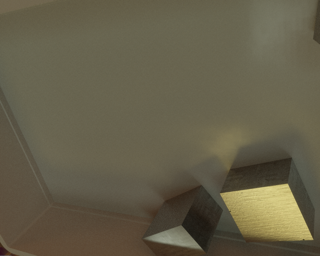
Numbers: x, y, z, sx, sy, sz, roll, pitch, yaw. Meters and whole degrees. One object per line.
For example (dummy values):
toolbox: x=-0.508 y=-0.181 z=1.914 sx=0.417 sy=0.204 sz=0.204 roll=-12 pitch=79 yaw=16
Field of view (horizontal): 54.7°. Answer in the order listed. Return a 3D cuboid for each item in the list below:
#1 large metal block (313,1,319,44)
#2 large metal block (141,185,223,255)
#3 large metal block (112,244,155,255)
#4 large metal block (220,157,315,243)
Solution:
large metal block: x=0.155 y=-0.096 z=0.224 sx=0.050 sy=0.080 sz=0.079 roll=-2 pitch=119 yaw=8
large metal block: x=0.033 y=0.137 z=0.440 sx=0.080 sy=0.080 sz=0.050 roll=-34 pitch=100 yaw=38
large metal block: x=-0.044 y=0.274 z=0.588 sx=0.080 sy=0.050 sz=0.080 roll=-3 pitch=117 yaw=30
large metal block: x=0.132 y=0.090 z=0.378 sx=0.080 sy=0.050 sz=0.080 roll=-18 pitch=109 yaw=35
